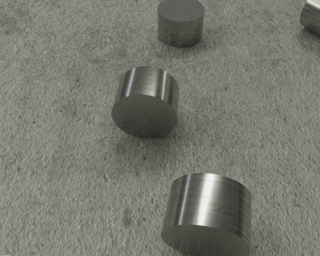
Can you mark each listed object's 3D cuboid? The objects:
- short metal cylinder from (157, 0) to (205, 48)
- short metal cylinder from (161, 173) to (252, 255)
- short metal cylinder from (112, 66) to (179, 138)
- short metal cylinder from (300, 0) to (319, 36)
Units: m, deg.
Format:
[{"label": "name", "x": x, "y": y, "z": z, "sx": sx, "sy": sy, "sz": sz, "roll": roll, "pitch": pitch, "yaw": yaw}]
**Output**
[{"label": "short metal cylinder", "x": 0.036, "y": -0.186, "z": 0.543, "sx": 0.080, "sy": 0.050, "sz": 0.080, "roll": 0, "pitch": 50, "yaw": 0}, {"label": "short metal cylinder", "x": 0.045, "y": 0.086, "z": 0.295, "sx": 0.080, "sy": 0.080, "sz": 0.050, "roll": 9, "pitch": 51, "yaw": 7}, {"label": "short metal cylinder", "x": -0.017, "y": -0.031, "z": 0.393, "sx": 0.080, "sy": 0.080, "sz": 0.050, "roll": 4, "pitch": 50, "yaw": 3}, {"label": "short metal cylinder", "x": 0.294, "y": -0.204, "z": 0.541, "sx": 0.081, "sy": 0.080, "sz": 0.050, "roll": -27, "pitch": 55, "yaw": -21}]
